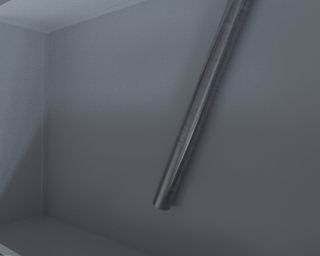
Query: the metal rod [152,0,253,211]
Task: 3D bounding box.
[{"bbox_3d":[0.050,-0.035,0.366,0.025,0.025,0.298,31,109,36],"label":"metal rod"}]
